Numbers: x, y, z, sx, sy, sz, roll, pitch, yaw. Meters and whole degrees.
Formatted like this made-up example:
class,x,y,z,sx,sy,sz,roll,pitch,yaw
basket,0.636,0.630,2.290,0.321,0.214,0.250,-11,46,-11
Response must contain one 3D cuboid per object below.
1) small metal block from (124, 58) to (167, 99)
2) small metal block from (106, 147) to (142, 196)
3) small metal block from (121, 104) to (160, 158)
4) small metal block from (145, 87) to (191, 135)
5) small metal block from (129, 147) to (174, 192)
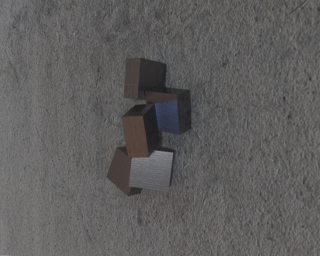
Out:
class,x,y,z,sx,sy,sz,roll,pitch,yaw
small metal block,-0.019,-0.062,0.404,0.025,0.050,0.050,7,95,40
small metal block,-0.045,0.061,0.442,0.050,0.025,0.050,33,110,35
small metal block,-0.021,0.002,0.369,0.025,0.050,0.050,-2,109,16
small metal block,0.010,-0.023,0.387,0.050,0.025,0.050,12,116,39
small metal block,-0.011,0.051,0.398,0.050,0.025,0.050,7,96,3
